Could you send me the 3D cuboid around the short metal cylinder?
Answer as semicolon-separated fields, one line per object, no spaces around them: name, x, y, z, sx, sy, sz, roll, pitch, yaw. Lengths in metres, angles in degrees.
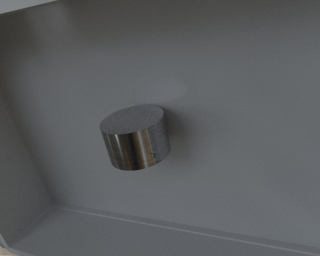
short metal cylinder;-0.030;0.010;0.392;0.080;0.080;0.050;2;119;27
